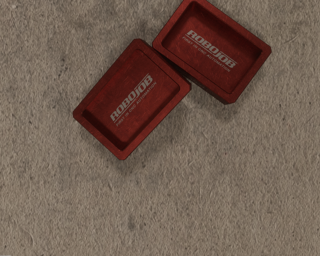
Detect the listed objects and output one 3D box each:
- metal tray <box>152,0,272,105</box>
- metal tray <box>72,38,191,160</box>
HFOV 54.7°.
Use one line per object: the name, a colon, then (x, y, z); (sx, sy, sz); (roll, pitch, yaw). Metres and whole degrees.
metal tray: (0.066, -0.102, 0.408); (0.130, 0.030, 0.090); (36, 90, -1)
metal tray: (-0.035, -0.035, 0.391); (0.090, 0.030, 0.130); (43, 103, -1)
